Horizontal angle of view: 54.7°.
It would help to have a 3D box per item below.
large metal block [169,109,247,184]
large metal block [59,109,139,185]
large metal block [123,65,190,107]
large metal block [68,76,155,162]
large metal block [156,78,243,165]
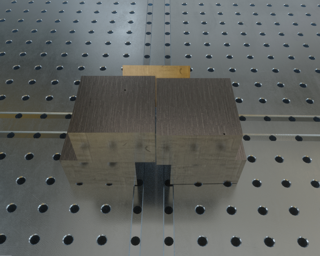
[{"bbox_3d":[0.052,0.020,0.375,0.081,0.050,0.080,-1,50,-1],"label":"large metal block"},{"bbox_3d":[-0.066,0.020,0.374,0.081,0.050,0.080,1,50,0],"label":"large metal block"},{"bbox_3d":[-0.004,-0.056,0.411,0.081,0.050,0.080,0,8,0],"label":"large metal block"},{"bbox_3d":[-0.045,-0.010,0.331,0.081,0.050,0.080,0,50,-1],"label":"large metal block"},{"bbox_3d":[0.037,-0.008,0.331,0.081,0.050,0.080,0,50,-1],"label":"large metal block"}]
